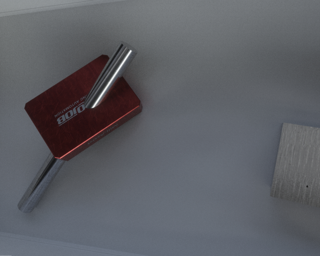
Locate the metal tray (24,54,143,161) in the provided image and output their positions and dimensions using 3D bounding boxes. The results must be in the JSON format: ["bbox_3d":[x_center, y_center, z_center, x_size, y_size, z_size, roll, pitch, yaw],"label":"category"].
[{"bbox_3d":[-0.101,-0.028,0.419,0.130,0.030,0.090,-34,78,-5],"label":"metal tray"}]

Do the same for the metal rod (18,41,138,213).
[{"bbox_3d":[-0.124,0.011,0.433,0.025,0.025,0.299,43,110,14],"label":"metal rod"}]

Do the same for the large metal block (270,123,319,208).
[{"bbox_3d":[0.169,0.040,0.338,0.080,0.050,0.079,10,93,19],"label":"large metal block"}]
